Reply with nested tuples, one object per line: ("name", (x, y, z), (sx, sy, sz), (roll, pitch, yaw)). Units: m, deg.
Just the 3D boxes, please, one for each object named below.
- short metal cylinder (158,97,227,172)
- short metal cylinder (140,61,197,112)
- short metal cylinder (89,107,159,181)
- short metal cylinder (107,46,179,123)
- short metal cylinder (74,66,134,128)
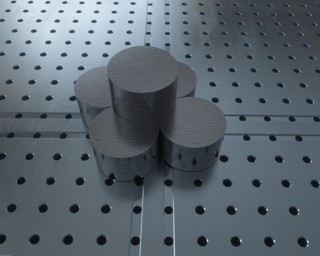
("short metal cylinder", (0.038, 0.007, 0.385), (0.081, 0.050, 0.080), (0, 50, 0))
("short metal cylinder", (0.009, -0.051, 0.433), (0.081, 0.050, 0.080), (0, 50, 0))
("short metal cylinder", (-0.041, 0.017, 0.375), (0.081, 0.050, 0.080), (0, 50, 0))
("short metal cylinder", (-0.020, -0.053, 0.368), (0.081, 0.050, 0.080), (1, 51, -1))
("short metal cylinder", (-0.071, -0.040, 0.423), (0.081, 0.050, 0.080), (0, 50, 0))
